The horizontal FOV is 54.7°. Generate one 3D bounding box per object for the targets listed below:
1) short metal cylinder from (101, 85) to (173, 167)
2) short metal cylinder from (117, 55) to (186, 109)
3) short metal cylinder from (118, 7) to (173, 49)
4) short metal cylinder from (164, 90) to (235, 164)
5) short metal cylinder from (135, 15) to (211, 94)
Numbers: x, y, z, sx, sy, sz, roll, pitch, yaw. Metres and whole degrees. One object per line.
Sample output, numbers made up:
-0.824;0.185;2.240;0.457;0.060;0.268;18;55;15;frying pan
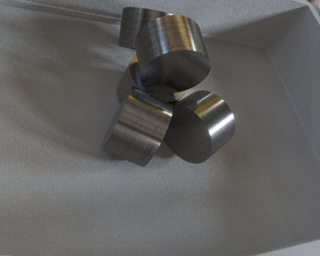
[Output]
-0.027;-0.002;0.355;0.050;0.080;0.080;26;53;-12;short metal cylinder
-0.011;-0.056;0.414;0.081;0.050;0.080;14;56;-21;short metal cylinder
-0.015;-0.133;0.433;0.081;0.080;0.050;4;103;-26;short metal cylinder
0.047;-0.002;0.395;0.050;0.080;0.080;-33;80;-37;short metal cylinder
0.014;-0.083;0.362;0.081;0.080;0.050;3;61;-27;short metal cylinder
